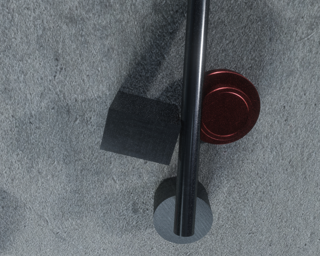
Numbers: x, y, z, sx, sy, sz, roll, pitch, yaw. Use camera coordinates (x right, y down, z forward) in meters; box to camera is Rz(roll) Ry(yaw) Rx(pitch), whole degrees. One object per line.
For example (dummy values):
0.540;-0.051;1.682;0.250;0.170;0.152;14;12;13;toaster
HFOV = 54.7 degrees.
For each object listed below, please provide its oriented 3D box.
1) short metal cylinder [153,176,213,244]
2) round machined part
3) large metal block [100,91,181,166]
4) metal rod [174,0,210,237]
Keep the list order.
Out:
0.031;0.115;0.439;0.081;0.050;0.079;0;110;0;short metal cylinder
0.079;-0.023;0.393;0.099;0.042;0.097;0;110;0;round machined part
-0.022;-0.003;0.379;0.080;0.080;0.050;14;110;-5;large metal block
0.037;-0.022;0.361;0.025;0.025;0.298;3;95;-1;metal rod
